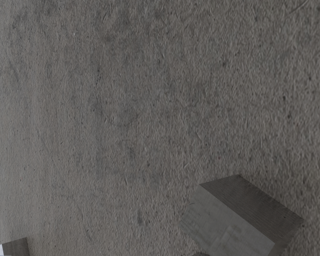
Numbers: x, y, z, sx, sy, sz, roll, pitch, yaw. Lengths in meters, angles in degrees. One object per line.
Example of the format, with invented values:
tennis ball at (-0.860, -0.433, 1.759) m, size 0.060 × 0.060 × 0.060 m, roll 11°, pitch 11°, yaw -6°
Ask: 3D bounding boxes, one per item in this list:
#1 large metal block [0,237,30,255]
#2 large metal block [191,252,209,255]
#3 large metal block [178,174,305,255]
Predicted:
large metal block at (-0.315, 0.284, 0.649) m, size 0.080 × 0.050 × 0.080 m, roll -30°, pitch 71°, yaw 36°
large metal block at (0.042, 0.192, 0.335) m, size 0.050 × 0.081 × 0.080 m, roll -3°, pitch 88°, yaw 40°
large metal block at (0.080, 0.093, 0.303) m, size 0.080 × 0.081 × 0.050 m, roll 35°, pitch 112°, yaw 34°
